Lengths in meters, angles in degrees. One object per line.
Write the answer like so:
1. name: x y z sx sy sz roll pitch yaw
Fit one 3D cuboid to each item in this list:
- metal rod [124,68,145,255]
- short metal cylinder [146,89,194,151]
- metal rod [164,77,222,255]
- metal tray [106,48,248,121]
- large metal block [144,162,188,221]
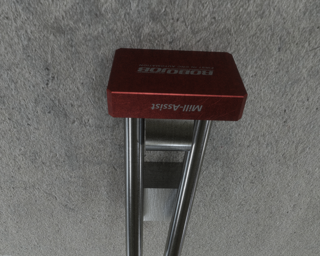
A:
1. metal rod: -0.034 0.070 0.408 0.025 0.025 0.298 1 115 -2
2. short metal cylinder: 0.009 -0.013 0.363 0.050 0.080 0.079 1 130 -2
3. metal rod: 0.037 0.073 0.410 0.025 0.025 0.298 6 115 -6
4. metal tray: 0.016 -0.048 0.325 0.131 0.090 0.030 2 130 -2
5. large metal block: 0.001 0.098 0.473 0.081 0.050 0.079 1 130 -2
